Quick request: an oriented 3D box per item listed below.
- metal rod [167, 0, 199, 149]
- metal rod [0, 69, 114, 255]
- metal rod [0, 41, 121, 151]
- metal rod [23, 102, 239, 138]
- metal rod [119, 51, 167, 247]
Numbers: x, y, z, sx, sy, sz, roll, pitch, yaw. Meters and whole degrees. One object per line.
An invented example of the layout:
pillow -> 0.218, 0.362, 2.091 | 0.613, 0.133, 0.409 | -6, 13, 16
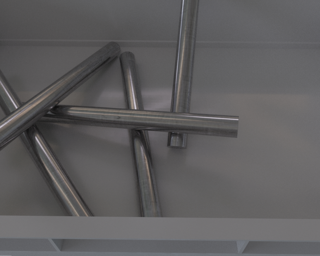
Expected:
metal rod -> 0.036, -0.121, 0.417 | 0.025, 0.025, 0.299 | 5, 78, 4
metal rod -> -0.147, 0.019, 0.365 | 0.025, 0.025, 0.300 | -30, 63, -23
metal rod -> -0.132, -0.049, 0.404 | 0.025, 0.025, 0.301 | 17, 40, 14
metal rod -> -0.057, -0.013, 0.386 | 0.301, 0.025, 0.025 | 5, 50, 15
metal rod -> -0.029, 0.000, 0.404 | 0.025, 0.025, 0.300 | -7, 50, -6
